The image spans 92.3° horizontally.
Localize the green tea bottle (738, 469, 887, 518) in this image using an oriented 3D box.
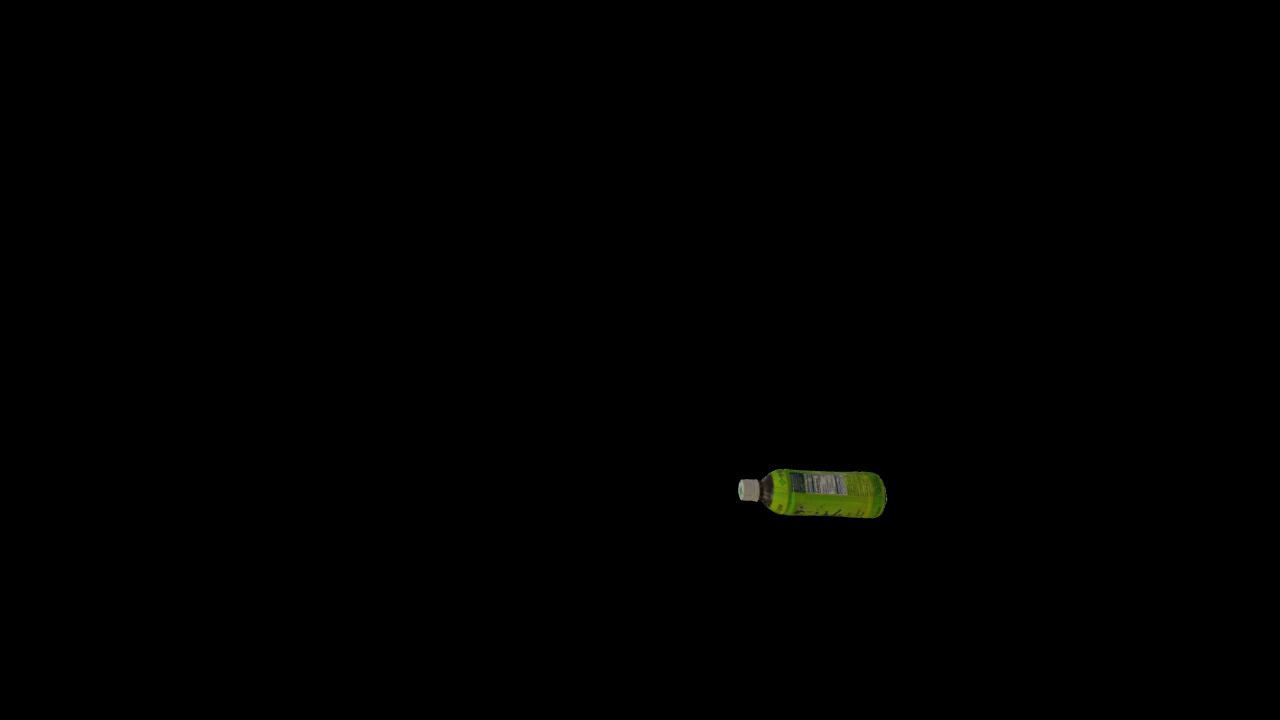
[{"bbox_3d":[0.253,0.196,0.916,0.212,0.073,0.073,6,-1,-6],"label":"green tea bottle"}]
